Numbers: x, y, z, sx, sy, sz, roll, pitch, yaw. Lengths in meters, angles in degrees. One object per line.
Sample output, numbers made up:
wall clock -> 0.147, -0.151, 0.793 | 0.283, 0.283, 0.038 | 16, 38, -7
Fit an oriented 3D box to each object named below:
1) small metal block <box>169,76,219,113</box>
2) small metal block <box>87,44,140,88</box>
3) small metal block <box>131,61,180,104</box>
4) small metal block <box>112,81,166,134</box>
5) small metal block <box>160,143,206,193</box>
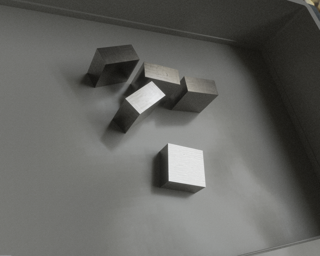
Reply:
small metal block -> 0.047, -0.047, 0.445 | 0.050, 0.050, 0.025 | 3, 60, -27
small metal block -> -0.062, -0.081, 0.407 | 0.050, 0.050, 0.025 | -18, 72, -35
small metal block -> -0.007, -0.060, 0.424 | 0.050, 0.050, 0.025 | 9, 58, -24
small metal block -> -0.027, -0.026, 0.392 | 0.025, 0.050, 0.050 | 47, 51, 4
small metal block -> 0.028, 0.051, 0.391 | 0.050, 0.025, 0.050 | 13, 56, -21
